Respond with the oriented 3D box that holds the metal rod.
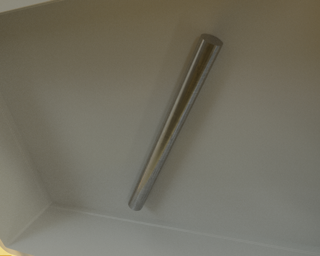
[{"bbox_3d":[0.007,0.016,0.413,0.025,0.025,0.298,30,128,8],"label":"metal rod"}]
